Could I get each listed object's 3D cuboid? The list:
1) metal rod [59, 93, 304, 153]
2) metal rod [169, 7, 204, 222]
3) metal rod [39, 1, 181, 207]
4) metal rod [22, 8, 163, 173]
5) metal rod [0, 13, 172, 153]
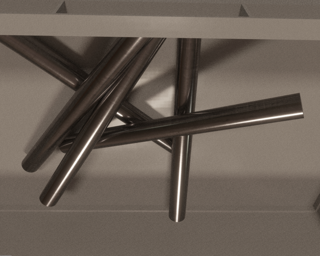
[{"bbox_3d":[0.003,0.001,0.362,0.300,0.025,0.025,-9,131,26],"label":"metal rod"},{"bbox_3d":[0.029,0.007,0.389,0.025,0.025,0.298,1,122,-1],"label":"metal rod"},{"bbox_3d":[-0.072,-0.009,0.363,0.025,0.025,0.298,27,117,-21],"label":"metal rod"},{"bbox_3d":[-0.099,-0.020,0.360,0.025,0.025,0.299,30,133,-24],"label":"metal rod"},{"bbox_3d":[-0.085,-0.049,0.366,0.301,0.025,0.025,34,122,-26],"label":"metal rod"}]
